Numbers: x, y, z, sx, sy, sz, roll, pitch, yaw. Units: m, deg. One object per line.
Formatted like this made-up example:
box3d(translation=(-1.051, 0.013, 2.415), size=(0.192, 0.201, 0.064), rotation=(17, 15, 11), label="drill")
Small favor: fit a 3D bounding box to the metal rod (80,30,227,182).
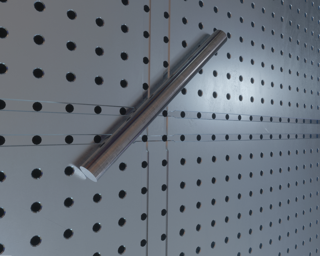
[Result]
box3d(translation=(0.008, -0.047, 0.417), size=(0.301, 0.025, 0.025), rotation=(-48, 119, -29), label="metal rod")
